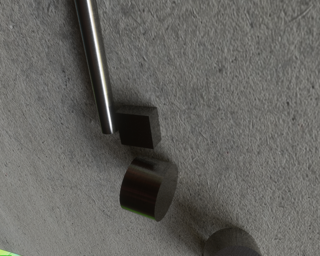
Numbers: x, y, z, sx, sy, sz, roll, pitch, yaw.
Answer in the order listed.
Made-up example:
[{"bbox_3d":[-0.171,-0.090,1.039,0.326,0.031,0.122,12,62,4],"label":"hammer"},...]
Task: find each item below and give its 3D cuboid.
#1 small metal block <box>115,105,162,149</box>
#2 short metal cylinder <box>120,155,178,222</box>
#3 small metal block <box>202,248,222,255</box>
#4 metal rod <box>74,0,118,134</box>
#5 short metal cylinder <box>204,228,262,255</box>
[{"bbox_3d":[-0.029,-0.002,0.419,0.050,0.025,0.050,7,122,24],"label":"small metal block"},{"bbox_3d":[-0.013,0.082,0.427,0.050,0.080,0.079,14,124,20],"label":"short metal cylinder"},{"bbox_3d":[0.081,0.228,0.488,0.025,0.050,0.050,-5,116,33],"label":"small metal block"},{"bbox_3d":[-0.084,-0.126,0.371,0.025,0.025,0.298,8,122,23],"label":"metal rod"},{"bbox_3d":[0.103,0.188,0.430,0.080,0.050,0.079,0,98,3],"label":"short metal cylinder"}]
